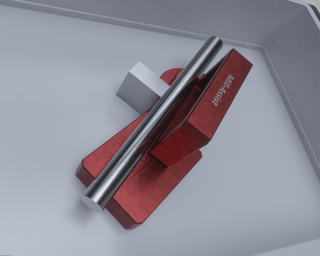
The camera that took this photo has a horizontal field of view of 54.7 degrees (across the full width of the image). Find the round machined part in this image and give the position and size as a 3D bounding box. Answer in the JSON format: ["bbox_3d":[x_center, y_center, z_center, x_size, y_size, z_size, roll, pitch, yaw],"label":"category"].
[{"bbox_3d":[0.043,-0.048,0.446,0.099,0.042,0.098,14,56,-21],"label":"round machined part"}]

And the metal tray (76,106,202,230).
[{"bbox_3d":[-0.019,0.041,0.366,0.090,0.030,0.131,46,51,4],"label":"metal tray"}]

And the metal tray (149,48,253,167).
[{"bbox_3d":[0.047,-0.023,0.354,0.030,0.090,0.130,39,57,-6],"label":"metal tray"}]

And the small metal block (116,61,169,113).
[{"bbox_3d":[-0.023,-0.050,0.407,0.050,0.050,0.025,39,51,-3],"label":"small metal block"}]

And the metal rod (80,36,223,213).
[{"bbox_3d":[0.009,-0.027,0.377,0.025,0.025,0.301,39,55,-3],"label":"metal rod"}]
